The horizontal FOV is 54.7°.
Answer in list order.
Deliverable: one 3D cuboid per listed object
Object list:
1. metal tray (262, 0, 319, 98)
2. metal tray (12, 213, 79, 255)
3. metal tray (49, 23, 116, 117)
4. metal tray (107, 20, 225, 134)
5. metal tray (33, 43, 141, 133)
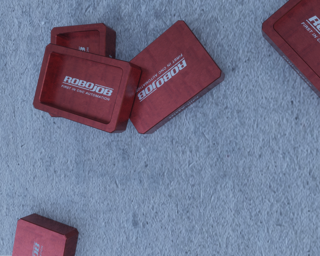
[{"bbox_3d":[0.189,-0.093,0.339,0.090,0.030,0.130,-40,78,15],"label":"metal tray"},{"bbox_3d":[-0.179,0.207,0.470,0.090,0.030,0.129,12,94,19],"label":"metal tray"},{"bbox_3d":[-0.112,-0.079,0.445,0.090,0.030,0.129,2,91,20],"label":"metal tray"},{"bbox_3d":[0.006,-0.063,0.404,0.130,0.030,0.090,-37,79,16],"label":"metal tray"},{"bbox_3d":[-0.098,-0.053,0.408,0.130,0.030,0.089,17,96,19],"label":"metal tray"}]
